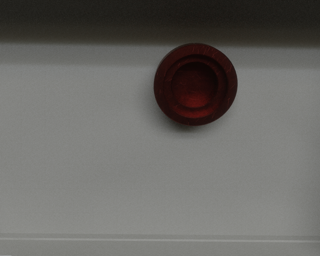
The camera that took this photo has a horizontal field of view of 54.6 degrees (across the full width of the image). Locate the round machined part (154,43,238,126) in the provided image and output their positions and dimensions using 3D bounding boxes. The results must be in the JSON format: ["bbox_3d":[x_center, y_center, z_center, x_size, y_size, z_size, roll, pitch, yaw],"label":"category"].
[{"bbox_3d":[0.042,-0.055,0.382,0.099,0.042,0.097,0,110,0],"label":"round machined part"}]
